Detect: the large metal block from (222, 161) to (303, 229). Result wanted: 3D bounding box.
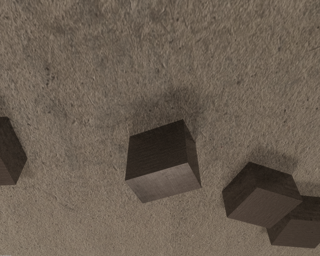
[{"bbox_3d":[0.156,0.106,0.484,0.081,0.050,0.079,18,128,-16],"label":"large metal block"}]

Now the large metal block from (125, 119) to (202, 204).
[{"bbox_3d":[0.004,0.043,0.408,0.080,0.080,0.050,-18,128,14],"label":"large metal block"}]

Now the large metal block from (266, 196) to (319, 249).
[{"bbox_3d":[0.238,0.161,0.532,0.081,0.050,0.079,7,130,-6],"label":"large metal block"}]

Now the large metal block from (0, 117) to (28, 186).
[{"bbox_3d":[-0.239,0.033,0.415,0.081,0.050,0.079,-3,130,1],"label":"large metal block"}]
